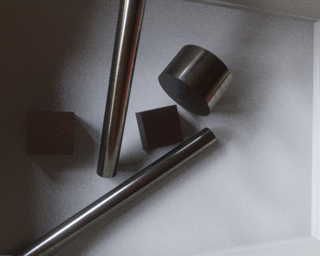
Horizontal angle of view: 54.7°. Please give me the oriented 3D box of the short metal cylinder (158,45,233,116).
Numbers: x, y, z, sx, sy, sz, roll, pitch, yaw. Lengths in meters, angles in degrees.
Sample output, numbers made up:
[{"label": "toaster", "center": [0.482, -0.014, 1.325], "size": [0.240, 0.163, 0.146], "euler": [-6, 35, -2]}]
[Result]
[{"label": "short metal cylinder", "center": [0.045, -0.060, 0.399], "size": [0.080, 0.080, 0.050], "euler": [41, 77, -16]}]

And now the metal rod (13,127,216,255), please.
[{"label": "metal rod", "center": [-0.051, 0.087, 0.392], "size": [0.302, 0.025, 0.025], "euler": [-32, 101, -18]}]

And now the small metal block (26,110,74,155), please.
[{"label": "small metal block", "center": [-0.128, 0.006, 0.363], "size": [0.050, 0.025, 0.050], "euler": [1, 90, -21]}]

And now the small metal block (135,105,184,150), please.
[{"label": "small metal block", "center": [-0.001, -0.001, 0.411], "size": [0.050, 0.025, 0.050], "euler": [-13, 95, -20]}]

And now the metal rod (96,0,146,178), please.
[{"label": "metal rod", "center": [-0.037, -0.076, 0.328], "size": [0.025, 0.025, 0.298], "euler": [3, 116, -20]}]
